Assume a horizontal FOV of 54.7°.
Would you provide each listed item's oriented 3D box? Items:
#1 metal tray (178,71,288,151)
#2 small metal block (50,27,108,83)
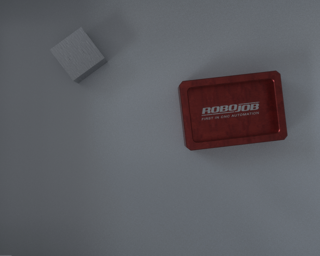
[{"bbox_3d":[0.094,-0.022,0.410,0.131,0.030,0.089,-7,90,-1],"label":"metal tray"},{"bbox_3d":[-0.106,-0.095,0.410,0.050,0.025,0.050,-37,90,0],"label":"small metal block"}]
